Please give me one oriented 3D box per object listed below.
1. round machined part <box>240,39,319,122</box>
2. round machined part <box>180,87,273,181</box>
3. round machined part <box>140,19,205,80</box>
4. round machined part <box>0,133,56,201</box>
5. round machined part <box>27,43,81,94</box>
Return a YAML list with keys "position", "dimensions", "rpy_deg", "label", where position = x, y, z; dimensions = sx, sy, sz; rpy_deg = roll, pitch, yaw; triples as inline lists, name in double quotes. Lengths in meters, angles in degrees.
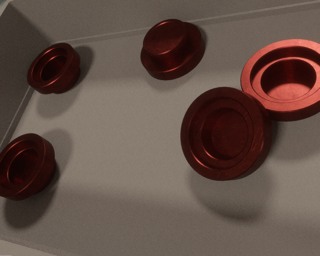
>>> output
- position: [0.144, -0.049, 0.348]
  dimensions: [0.098, 0.042, 0.098]
  rpy_deg: [-13, 56, 20]
  label: "round machined part"
- position: [0.074, 0.007, 0.336]
  dimensions: [0.098, 0.042, 0.097]
  rpy_deg: [-6, 80, 40]
  label: "round machined part"
- position: [0.014, -0.123, 0.462]
  dimensions: [0.098, 0.042, 0.098]
  rpy_deg: [-13, 56, 20]
  label: "round machined part"
- position: [-0.194, 0.060, 0.458]
  dimensions: [0.098, 0.042, 0.098]
  rpy_deg: [-13, 56, 20]
  label: "round machined part"
- position: [-0.181, -0.100, 0.548]
  dimensions: [0.098, 0.042, 0.098]
  rpy_deg: [-13, 56, 20]
  label: "round machined part"
